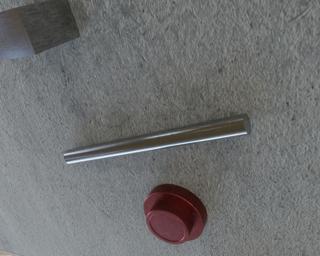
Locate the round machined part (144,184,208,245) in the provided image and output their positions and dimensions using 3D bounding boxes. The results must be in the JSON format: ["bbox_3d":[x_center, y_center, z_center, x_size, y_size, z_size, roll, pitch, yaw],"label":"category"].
[{"bbox_3d":[0.019,0.136,0.469,0.098,0.042,0.097,13,124,20],"label":"round machined part"}]

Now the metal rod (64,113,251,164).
[{"bbox_3d":[-0.025,0.022,0.431,0.300,0.025,0.025,-12,113,32],"label":"metal rod"}]

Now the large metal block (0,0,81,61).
[{"bbox_3d":[-0.161,-0.121,0.379,0.080,0.080,0.050,-1,118,28],"label":"large metal block"}]
